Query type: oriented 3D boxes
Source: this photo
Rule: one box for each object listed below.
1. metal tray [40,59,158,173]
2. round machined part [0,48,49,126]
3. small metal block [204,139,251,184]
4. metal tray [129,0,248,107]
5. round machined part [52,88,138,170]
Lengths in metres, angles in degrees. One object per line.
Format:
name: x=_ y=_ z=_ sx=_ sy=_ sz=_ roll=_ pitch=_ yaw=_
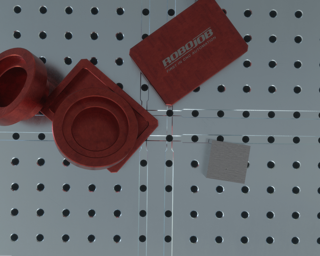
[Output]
metal tray: x=-0.078 y=-0.016 z=0.410 sx=0.130 sy=0.030 sz=0.090 roll=41 pitch=90 yaw=0
round machined part: x=-0.180 y=-0.048 z=0.389 sx=0.098 sy=0.042 sz=0.098 roll=-9 pitch=67 yaw=21
small metal block: x=0.089 y=0.044 z=0.414 sx=0.050 sy=0.025 sz=0.050 roll=9 pitch=90 yaw=0
metal tray: x=0.037 y=-0.100 z=0.411 sx=0.130 sy=0.030 sz=0.090 roll=-36 pitch=90 yaw=0
round machined part: x=-0.079 y=0.003 z=0.380 sx=0.099 sy=0.042 sz=0.098 roll=5 pitch=72 yaw=-14
